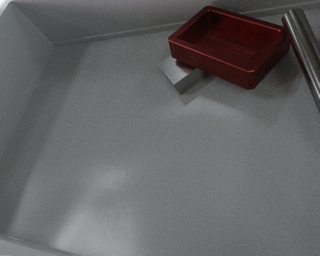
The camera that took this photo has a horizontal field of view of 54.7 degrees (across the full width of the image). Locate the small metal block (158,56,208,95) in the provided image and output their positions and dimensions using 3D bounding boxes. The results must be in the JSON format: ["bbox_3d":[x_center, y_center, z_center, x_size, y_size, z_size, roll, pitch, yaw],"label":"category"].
[{"bbox_3d":[0.033,-0.083,0.438,0.050,0.025,0.050,-36,51,4],"label":"small metal block"}]

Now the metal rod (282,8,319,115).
[{"bbox_3d":[0.173,0.001,0.294,0.025,0.025,0.299,-17,61,18],"label":"metal rod"}]

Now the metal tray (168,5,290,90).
[{"bbox_3d":[0.087,-0.109,0.402,0.130,0.030,0.090,31,65,32],"label":"metal tray"}]
